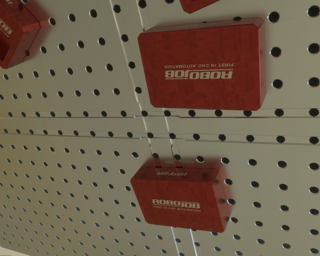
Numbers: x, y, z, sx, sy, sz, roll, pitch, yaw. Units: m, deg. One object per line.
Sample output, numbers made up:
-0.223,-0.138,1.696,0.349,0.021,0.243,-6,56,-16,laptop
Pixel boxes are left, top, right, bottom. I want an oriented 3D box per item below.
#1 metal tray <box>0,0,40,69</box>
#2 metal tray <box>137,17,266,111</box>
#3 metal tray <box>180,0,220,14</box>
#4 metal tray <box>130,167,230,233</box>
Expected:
-0.240,-0.160,0.436,0.130,0.030,0.090,47,129,-5,metal tray
0.046,-0.067,0.343,0.130,0.030,0.090,4,120,26,metal tray
0.041,-0.182,0.274,0.090,0.030,0.130,-14,112,34,metal tray
0.029,0.104,0.458,0.130,0.030,0.090,-3,117,29,metal tray
